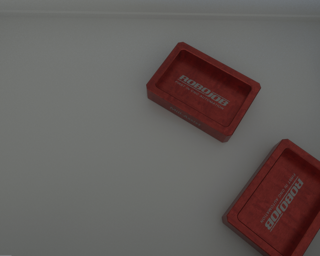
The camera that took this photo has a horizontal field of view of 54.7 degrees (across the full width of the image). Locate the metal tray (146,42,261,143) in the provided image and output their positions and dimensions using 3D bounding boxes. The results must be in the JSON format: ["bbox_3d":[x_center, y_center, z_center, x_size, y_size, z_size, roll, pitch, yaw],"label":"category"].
[{"bbox_3d":[0.058,-0.051,0.426,0.130,0.030,0.090,32,73,10],"label":"metal tray"}]

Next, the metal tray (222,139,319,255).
[{"bbox_3d":[0.150,0.089,0.376,0.090,0.030,0.130,38,74,12],"label":"metal tray"}]
